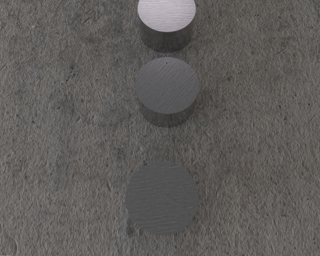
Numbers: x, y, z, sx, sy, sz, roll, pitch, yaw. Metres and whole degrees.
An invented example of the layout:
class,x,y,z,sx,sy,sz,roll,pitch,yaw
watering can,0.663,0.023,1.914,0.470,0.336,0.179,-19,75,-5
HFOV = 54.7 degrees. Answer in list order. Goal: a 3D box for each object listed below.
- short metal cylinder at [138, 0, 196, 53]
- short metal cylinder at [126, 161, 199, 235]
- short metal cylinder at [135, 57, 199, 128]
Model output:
class,x,y,z,sx,sy,sz,roll,pitch,yaw
short metal cylinder,0.009,-0.158,0.452,0.081,0.050,0.080,0,70,0
short metal cylinder,0.002,0.084,0.364,0.081,0.050,0.080,0,70,0
short metal cylinder,0.009,-0.046,0.412,0.081,0.050,0.080,0,70,0
